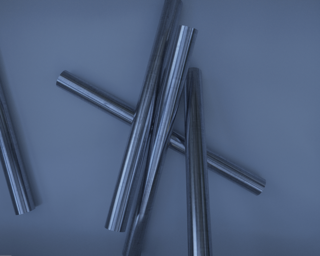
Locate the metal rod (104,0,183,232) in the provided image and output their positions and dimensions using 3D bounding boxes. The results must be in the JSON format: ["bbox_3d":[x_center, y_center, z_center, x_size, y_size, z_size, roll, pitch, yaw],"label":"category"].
[{"bbox_3d":[-0.017,-0.024,0.387,0.025,0.025,0.299,14,81,-1],"label":"metal rod"}]

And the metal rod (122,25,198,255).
[{"bbox_3d":[-0.003,0.025,0.388,0.025,0.025,0.298,14,99,-1],"label":"metal rod"}]

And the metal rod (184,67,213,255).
[{"bbox_3d":[0.042,0.061,0.349,0.025,0.025,0.299,1,64,0],"label":"metal rod"}]

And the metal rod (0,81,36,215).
[{"bbox_3d":[-0.217,-0.034,0.408,0.025,0.025,0.298,-15,90,0],"label":"metal rod"}]

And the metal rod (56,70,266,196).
[{"bbox_3d":[0.002,0.007,0.411,0.301,0.025,0.025,29,90,-1],"label":"metal rod"}]
